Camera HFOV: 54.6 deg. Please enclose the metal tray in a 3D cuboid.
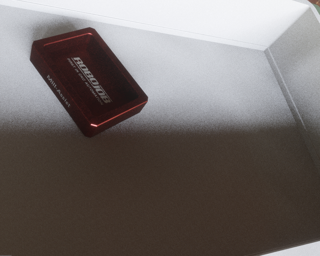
[{"bbox_3d":[-0.088,-0.062,0.392,0.091,0.030,0.130,-31,79,-38],"label":"metal tray"}]
